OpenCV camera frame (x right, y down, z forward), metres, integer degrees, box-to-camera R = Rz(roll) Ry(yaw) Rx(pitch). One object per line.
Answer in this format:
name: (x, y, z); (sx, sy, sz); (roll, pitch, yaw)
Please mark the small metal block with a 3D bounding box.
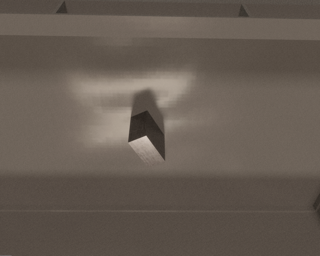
small metal block: (-0.016, 0.014, 0.405); (0.025, 0.050, 0.050); (-22, 127, 17)
